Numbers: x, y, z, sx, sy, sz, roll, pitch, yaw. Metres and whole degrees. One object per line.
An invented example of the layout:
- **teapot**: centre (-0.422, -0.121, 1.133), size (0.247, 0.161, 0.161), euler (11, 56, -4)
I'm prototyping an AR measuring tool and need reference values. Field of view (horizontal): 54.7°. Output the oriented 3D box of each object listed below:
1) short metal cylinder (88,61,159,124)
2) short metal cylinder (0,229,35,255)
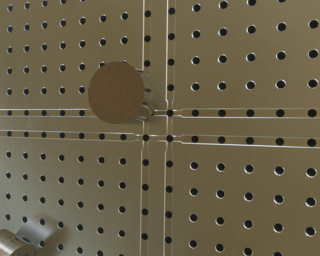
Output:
- **short metal cylinder**: centre (-0.048, -0.045, 0.416), size (0.080, 0.050, 0.079), euler (0, 90, 20)
- **short metal cylinder**: centre (-0.238, 0.202, 0.468), size (0.050, 0.080, 0.080), euler (22, 97, 18)
